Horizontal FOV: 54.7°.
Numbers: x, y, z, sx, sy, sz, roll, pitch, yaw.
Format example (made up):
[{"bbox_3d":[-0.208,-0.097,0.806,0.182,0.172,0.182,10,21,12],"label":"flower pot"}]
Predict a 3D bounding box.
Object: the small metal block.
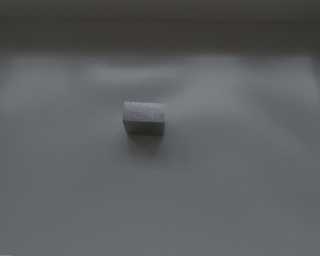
[{"bbox_3d":[-0.019,-0.011,0.396,0.050,0.050,0.025,3,70,1],"label":"small metal block"}]
